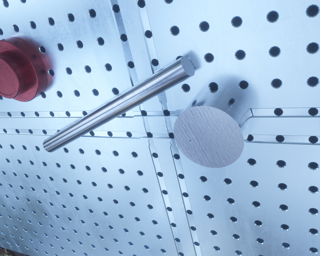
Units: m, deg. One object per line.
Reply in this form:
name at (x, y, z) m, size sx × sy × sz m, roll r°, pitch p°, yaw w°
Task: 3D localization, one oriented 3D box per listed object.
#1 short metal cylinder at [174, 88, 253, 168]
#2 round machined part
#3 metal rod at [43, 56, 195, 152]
short metal cylinder at (0.063, -0.001, 0.362) m, size 0.080 × 0.050 × 0.079 m, roll 13°, pitch 124°, yaw 21°
round machined part at (-0.224, -0.083, 0.467) m, size 0.098 × 0.042 × 0.097 m, roll 13°, pitch 124°, yaw 21°
metal rod at (-0.078, -0.020, 0.439) m, size 0.299 × 0.025 × 0.025 m, roll -24°, pitch 105°, yaw 36°
